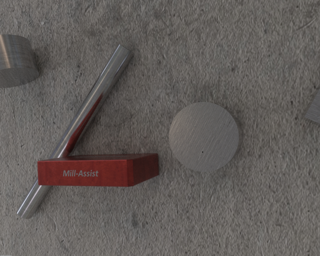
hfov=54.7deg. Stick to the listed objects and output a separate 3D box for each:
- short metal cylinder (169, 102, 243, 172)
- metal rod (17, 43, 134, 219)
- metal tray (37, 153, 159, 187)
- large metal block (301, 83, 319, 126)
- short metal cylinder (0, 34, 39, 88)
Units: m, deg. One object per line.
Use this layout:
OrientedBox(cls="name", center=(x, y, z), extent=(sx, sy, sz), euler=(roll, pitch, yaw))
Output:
OrientedBox(cls="short metal cylinder", center=(0.057, 0.010, 0.376), extent=(0.080, 0.050, 0.080), euler=(0, 90, 20))
OrientedBox(cls="metal rod", center=(-0.128, 0.012, 0.454), extent=(0.025, 0.025, 0.299), euler=(37, 102, 16))
OrientedBox(cls="metal tray", center=(-0.077, 0.052, 0.401), extent=(0.130, 0.090, 0.030), euler=(-3, 89, 20))
OrientedBox(cls="large metal block", center=(0.207, -0.029, 0.323), extent=(0.080, 0.050, 0.080), euler=(28, 99, 17))
OrientedBox(cls="short metal cylinder", center=(-0.228, -0.097, 0.460), extent=(0.080, 0.080, 0.050), euler=(-19, 84, 19))
